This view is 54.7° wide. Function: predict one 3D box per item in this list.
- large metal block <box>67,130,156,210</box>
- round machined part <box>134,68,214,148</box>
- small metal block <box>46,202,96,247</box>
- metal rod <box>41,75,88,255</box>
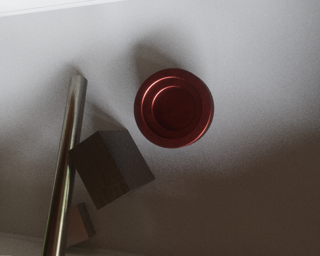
[{"bbox_3d":[-0.060,0.050,0.401,0.050,0.080,0.080,-33,80,17],"label":"large metal block"},{"bbox_3d":[0.020,-0.024,0.394,0.098,0.042,0.097,0,90,19],"label":"round machined part"},{"bbox_3d":[-0.129,0.142,0.450,0.050,0.025,0.050,-24,82,8],"label":"small metal block"},{"bbox_3d":[-0.118,0.063,0.384,0.025,0.025,0.299,-11,61,19],"label":"metal rod"}]
